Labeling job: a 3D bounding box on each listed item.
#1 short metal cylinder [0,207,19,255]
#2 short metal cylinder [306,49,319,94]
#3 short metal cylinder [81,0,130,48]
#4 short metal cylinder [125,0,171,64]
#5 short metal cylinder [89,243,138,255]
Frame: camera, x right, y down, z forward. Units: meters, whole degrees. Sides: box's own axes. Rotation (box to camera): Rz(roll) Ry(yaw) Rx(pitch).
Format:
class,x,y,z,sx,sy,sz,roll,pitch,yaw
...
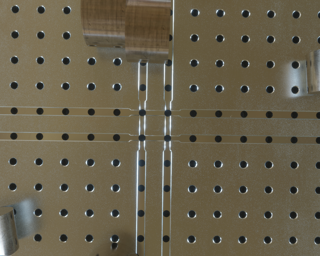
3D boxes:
class,x,y,z,sx,sy,sz,roll,pitch,yaw
short metal cylinder,-0.222,0.134,0.383,0.081,0.080,0.050,-8,90,0
short metal cylinder,0.228,-0.071,0.389,0.081,0.080,0.050,-3,90,-1
short metal cylinder,-0.063,-0.141,0.385,0.050,0.080,0.079,3,90,0
short metal cylinder,-0.014,-0.121,0.386,0.050,0.080,0.079,3,90,-1
short metal cylinder,-0.064,0.197,0.400,0.081,0.050,0.079,0,90,-1
